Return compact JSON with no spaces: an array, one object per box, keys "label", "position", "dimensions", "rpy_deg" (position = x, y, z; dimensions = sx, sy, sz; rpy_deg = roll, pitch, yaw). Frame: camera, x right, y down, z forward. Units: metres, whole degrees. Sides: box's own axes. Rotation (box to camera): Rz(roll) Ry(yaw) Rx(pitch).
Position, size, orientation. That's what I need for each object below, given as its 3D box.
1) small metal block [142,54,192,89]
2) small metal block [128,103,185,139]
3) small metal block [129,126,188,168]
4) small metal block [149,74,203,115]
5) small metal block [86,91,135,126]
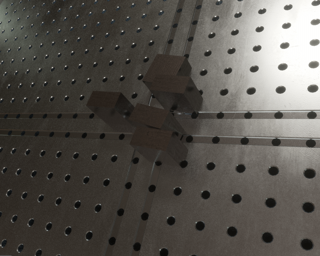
[{"label":"small metal block","position":[0.010,-0.078,0.449],"dimensions":[0.050,0.025,0.050],"rpy_deg":[15,69,33]},{"label":"small metal block","position":[-0.004,-0.004,0.395],"dimensions":[0.050,0.050,0.025],"rpy_deg":[16,70,34]},{"label":"small metal block","position":[0.000,0.023,0.377],"dimensions":[0.050,0.050,0.025],"rpy_deg":[8,66,31]},{"label":"small metal block","position":[0.022,-0.044,0.407],"dimensions":[0.050,0.050,0.025],"rpy_deg":[11,67,32]},{"label":"small metal block","position":[-0.067,-0.028,0.443],"dimensions":[0.050,0.050,0.025],"rpy_deg":[7,65,31]}]
